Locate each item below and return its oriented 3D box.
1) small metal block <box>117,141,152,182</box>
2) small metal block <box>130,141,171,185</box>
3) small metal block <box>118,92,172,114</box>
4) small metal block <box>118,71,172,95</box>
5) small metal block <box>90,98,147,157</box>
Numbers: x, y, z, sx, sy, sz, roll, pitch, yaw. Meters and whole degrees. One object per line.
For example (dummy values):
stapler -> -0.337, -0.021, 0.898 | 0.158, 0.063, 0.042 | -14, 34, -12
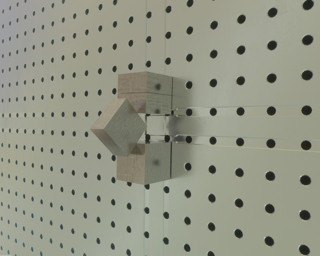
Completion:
small metal block -> -0.031, 0.043, 0.416 | 0.025, 0.050, 0.050 | 2, 91, 40
small metal block -> -0.012, 0.043, 0.399 | 0.025, 0.050, 0.050 | 2, 91, 40
small metal block -> -0.020, -0.031, 0.407 | 0.050, 0.050, 0.025 | 3, 92, 39
small metal block -> -0.019, -0.057, 0.406 | 0.050, 0.050, 0.025 | 3, 92, 39
small metal block -> -0.049, -0.001, 0.377 | 0.025, 0.050, 0.050 | 1, 48, 40
